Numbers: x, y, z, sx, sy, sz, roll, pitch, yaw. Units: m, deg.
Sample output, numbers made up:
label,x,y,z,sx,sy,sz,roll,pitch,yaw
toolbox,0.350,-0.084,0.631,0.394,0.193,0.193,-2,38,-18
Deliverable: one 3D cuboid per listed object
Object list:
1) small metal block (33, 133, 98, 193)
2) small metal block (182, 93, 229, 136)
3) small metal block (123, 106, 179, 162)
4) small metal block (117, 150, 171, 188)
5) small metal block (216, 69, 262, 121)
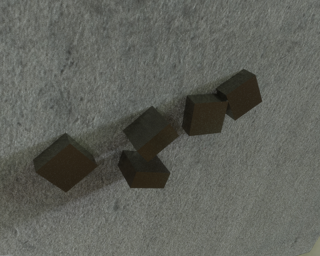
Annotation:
label,x,y,z,sx,sy,sz,roll,pitch,yaw
small metal block,-0.113,0.042,0.372,0.050,0.025,0.050,-40,130,-1
small metal block,0.061,-0.019,0.428,0.050,0.025,0.050,-5,122,-20
small metal block,-0.012,0.006,0.389,0.050,0.050,0.025,-40,130,-1
small metal block,-0.022,0.055,0.414,0.050,0.050,0.025,8,115,-32
small metal block,0.114,-0.047,0.442,0.050,0.025,0.050,-35,129,-6
